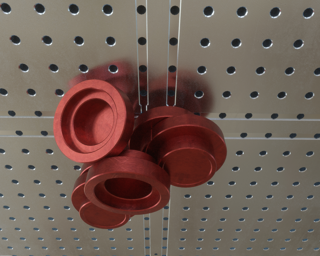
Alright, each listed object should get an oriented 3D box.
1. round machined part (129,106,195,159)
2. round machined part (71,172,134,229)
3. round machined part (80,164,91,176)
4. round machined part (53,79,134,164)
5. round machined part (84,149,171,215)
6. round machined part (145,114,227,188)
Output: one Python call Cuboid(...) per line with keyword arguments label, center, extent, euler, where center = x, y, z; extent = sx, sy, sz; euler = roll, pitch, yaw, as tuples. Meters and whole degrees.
Cuboid(label="round machined part", center=(0.010, 0.023, 0.393), extent=(0.099, 0.042, 0.097), euler=(0, 130, 0))
Cuboid(label="round machined part", center=(-0.074, 0.105, 0.433), extent=(0.099, 0.042, 0.097), euler=(0, 130, 0))
Cuboid(label="round machined part", center=(-0.067, 0.083, 0.443), extent=(0.099, 0.042, 0.097), euler=(0, 130, 0))
Cuboid(label="round machined part", center=(-0.074, -0.005, 0.370), extent=(0.098, 0.098, 0.042), euler=(-22, 162, 17))
Cuboid(label="round machined part", center=(-0.036, 0.062, 0.368), extent=(0.098, 0.042, 0.098), euler=(2, 138, 2))
Cuboid(label="round machined part", center=(0.031, 0.034, 0.373), extent=(0.099, 0.042, 0.097), euler=(0, 130, 0))
